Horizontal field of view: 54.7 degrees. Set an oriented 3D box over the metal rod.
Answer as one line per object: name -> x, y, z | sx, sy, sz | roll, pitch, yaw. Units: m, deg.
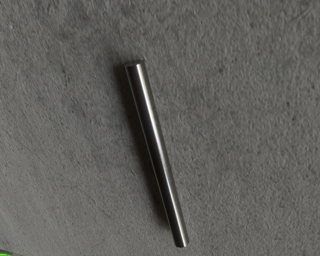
metal rod -> 0.002, 0.053, 0.436 | 0.025, 0.025, 0.298 | 0, 119, 28
